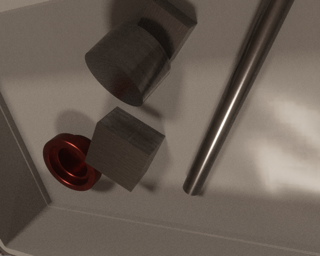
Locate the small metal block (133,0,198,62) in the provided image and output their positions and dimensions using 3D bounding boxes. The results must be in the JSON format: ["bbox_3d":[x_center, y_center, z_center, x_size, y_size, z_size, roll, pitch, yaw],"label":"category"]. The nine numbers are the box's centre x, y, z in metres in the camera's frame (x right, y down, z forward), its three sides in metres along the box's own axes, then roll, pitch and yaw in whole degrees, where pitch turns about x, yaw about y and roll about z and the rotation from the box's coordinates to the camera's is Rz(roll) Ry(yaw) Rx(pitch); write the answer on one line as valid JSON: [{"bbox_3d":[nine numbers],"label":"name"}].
[{"bbox_3d":[0.004,-0.106,0.340,0.050,0.025,0.050,38,129,2],"label":"small metal block"}]

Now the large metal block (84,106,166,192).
[{"bbox_3d":[-0.051,0.030,0.436,0.080,0.050,0.079,32,128,7],"label":"large metal block"}]

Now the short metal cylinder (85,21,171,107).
[{"bbox_3d":[-0.035,-0.069,0.344,0.080,0.050,0.080,34,160,14],"label":"short metal cylinder"}]

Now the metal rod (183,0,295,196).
[{"bbox_3d":[0.080,-0.028,0.348,0.025,0.025,0.298,26,128,11],"label":"metal rod"}]

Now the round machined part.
[{"bbox_3d":[-0.134,0.050,0.497,0.098,0.042,0.097,13,124,20],"label":"round machined part"}]
